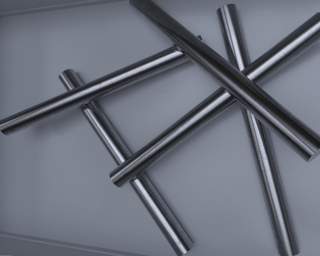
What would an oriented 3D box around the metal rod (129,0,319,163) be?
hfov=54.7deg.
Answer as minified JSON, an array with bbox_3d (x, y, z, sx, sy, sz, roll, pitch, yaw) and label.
[{"bbox_3d":[0.054,-0.076,0.348,0.025,0.025,0.300,-49,59,13],"label":"metal rod"}]

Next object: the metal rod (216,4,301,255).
[{"bbox_3d":[0.115,-0.002,0.369,0.025,0.025,0.298,-15,85,19],"label":"metal rod"}]

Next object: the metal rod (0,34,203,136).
[{"bbox_3d":[-0.083,-0.053,0.417,0.301,0.025,0.025,-21,83,10],"label":"metal rod"}]

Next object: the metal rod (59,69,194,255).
[{"bbox_3d":[-0.053,0.039,0.428,0.025,0.025,0.299,-39,78,16],"label":"metal rod"}]

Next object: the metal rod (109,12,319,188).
[{"bbox_3d":[0.057,-0.022,0.362,0.300,0.025,0.025,-38,78,16],"label":"metal rod"}]
